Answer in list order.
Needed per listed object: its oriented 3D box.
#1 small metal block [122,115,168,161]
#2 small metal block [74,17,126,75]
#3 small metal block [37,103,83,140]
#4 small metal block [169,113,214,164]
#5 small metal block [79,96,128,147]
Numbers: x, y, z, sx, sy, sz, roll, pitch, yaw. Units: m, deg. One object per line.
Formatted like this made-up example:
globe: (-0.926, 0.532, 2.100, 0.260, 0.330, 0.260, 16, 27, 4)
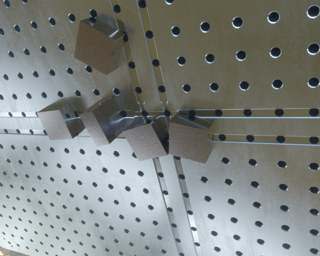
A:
small metal block: (-0.016, 0.015, 0.429, 0.050, 0.025, 0.050, -16, 110, 34)
small metal block: (-0.076, -0.103, 0.389, 0.050, 0.025, 0.050, 30, 128, 9)
small metal block: (-0.158, -0.009, 0.490, 0.050, 0.025, 0.050, -4, 117, 30)
small metal block: (0.040, 0.013, 0.399, 0.050, 0.025, 0.050, 13, 124, 21)
small metal block: (-0.077, -0.010, 0.430, 0.025, 0.050, 0.050, -12, 112, 33)
